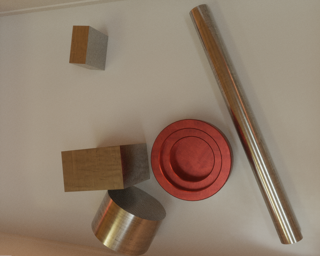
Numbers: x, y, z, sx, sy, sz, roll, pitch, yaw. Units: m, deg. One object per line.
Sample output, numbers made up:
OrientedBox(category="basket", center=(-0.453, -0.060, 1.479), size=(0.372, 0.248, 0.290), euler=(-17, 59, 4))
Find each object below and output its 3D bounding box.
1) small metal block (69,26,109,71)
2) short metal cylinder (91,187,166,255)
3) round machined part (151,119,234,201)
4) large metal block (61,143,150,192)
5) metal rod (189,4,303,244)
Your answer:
OrientedBox(category="small metal block", center=(-0.098, -0.110, 0.430), size=(0.025, 0.050, 0.050), euler=(7, 93, 19))
OrientedBox(category="short metal cylinder", center=(-0.039, 0.114, 0.394), size=(0.080, 0.080, 0.050), euler=(29, 100, 17))
OrientedBox(category="round machined part", center=(0.042, 0.038, 0.386), size=(0.098, 0.042, 0.097), euler=(0, 90, 19))
OrientedBox(category="large metal block", center=(-0.068, 0.050, 0.404), size=(0.080, 0.080, 0.050), euler=(-7, 87, 19))
OrientedBox(category="metal rod", center=(0.100, -0.010, 0.374), size=(0.025, 0.025, 0.299), euler=(-23, 83, 18))
